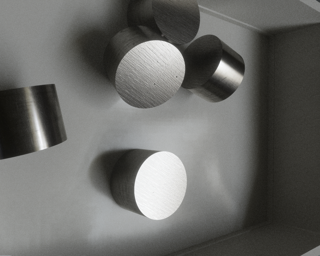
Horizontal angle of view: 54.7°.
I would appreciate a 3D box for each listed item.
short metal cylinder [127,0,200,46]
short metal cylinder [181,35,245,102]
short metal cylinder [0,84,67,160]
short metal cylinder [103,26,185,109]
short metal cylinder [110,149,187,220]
[{"bbox_3d":[0.005,-0.142,0.396,0.081,0.050,0.079,0,90,-40],"label":"short metal cylinder"},{"bbox_3d":[0.069,-0.081,0.431,0.050,0.080,0.080,24,75,-38],"label":"short metal cylinder"},{"bbox_3d":[-0.126,-0.006,0.266,0.081,0.080,0.050,-17,101,-39],"label":"short metal cylinder"},{"bbox_3d":[-0.019,-0.069,0.352,0.081,0.050,0.079,-14,129,-18],"label":"short metal cylinder"},{"bbox_3d":[-0.013,0.067,0.381,0.081,0.050,0.079,0,90,-40],"label":"short metal cylinder"}]
